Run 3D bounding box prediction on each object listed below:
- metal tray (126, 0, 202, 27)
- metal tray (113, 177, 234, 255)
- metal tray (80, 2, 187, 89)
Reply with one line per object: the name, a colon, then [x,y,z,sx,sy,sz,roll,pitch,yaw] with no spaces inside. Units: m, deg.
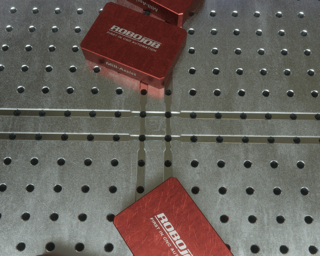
metal tray: [0.001,-0.228,0.492,0.130,0.030,0.090,31,73,10]
metal tray: [0.018,0.135,0.360,0.090,0.030,0.130,-34,74,-12]
metal tray: [-0.037,-0.123,0.453,0.130,0.030,0.090,23,71,8]
